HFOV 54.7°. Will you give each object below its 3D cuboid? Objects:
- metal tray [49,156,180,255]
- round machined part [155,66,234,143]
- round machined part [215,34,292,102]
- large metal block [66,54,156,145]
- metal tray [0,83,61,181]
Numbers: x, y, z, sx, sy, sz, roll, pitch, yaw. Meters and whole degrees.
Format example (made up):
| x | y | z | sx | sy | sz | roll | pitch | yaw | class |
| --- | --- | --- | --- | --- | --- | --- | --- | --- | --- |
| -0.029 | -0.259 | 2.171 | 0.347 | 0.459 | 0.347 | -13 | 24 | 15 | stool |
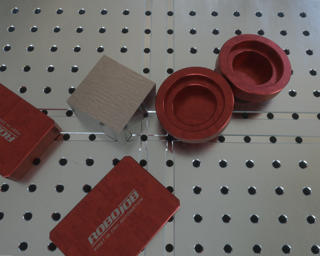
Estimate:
| x | y | z | sx | sy | sz | roll | pitch | yaw | class |
| --- | --- | --- | --- | --- | --- | --- | --- | --- | --- |
| -0.051 | 0.109 | 0.369 | 0.090 | 0.030 | 0.130 | 41 | 75 | 13 | metal tray |
| 0.046 | -0.027 | 0.406 | 0.098 | 0.042 | 0.098 | -3 | 74 | 10 | round machined part |
| 0.124 | -0.078 | 0.428 | 0.099 | 0.042 | 0.098 | 3 | 65 | -6 | round machined part |
| -0.061 | -0.037 | 0.411 | 0.080 | 0.050 | 0.080 | 30 | 73 | 10 | large metal block |
| -0.212 | -0.003 | 0.408 | 0.130 | 0.030 | 0.090 | 33 | 73 | 11 | metal tray |
